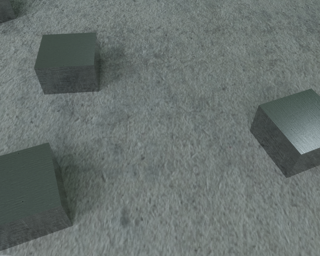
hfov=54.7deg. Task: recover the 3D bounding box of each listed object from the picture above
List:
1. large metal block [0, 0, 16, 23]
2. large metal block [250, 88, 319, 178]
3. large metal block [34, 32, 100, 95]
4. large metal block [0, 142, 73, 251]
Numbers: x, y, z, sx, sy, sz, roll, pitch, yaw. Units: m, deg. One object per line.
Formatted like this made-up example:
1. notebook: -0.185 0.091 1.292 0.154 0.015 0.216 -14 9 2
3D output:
1. large metal block: -0.330 -0.233 0.579 0.081 0.050 0.080 -27 56 -22
2. large metal block: 0.174 0.005 0.386 0.081 0.050 0.080 -17 52 -15
3. large metal block: -0.135 -0.099 0.468 0.081 0.050 0.080 -4 50 -4
4. large metal block: -0.145 0.071 0.325 0.081 0.050 0.080 -16 52 -14
